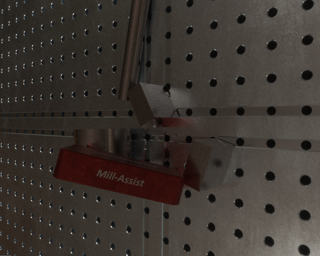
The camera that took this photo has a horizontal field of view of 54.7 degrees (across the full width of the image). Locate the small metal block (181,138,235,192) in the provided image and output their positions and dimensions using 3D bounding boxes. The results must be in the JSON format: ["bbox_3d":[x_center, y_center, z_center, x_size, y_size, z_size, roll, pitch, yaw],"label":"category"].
[{"bbox_3d":[0.054,0.040,0.347,0.025,0.050,0.050,23,104,37],"label":"small metal block"}]

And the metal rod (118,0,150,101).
[{"bbox_3d":[-0.025,-0.186,0.427,0.025,0.025,0.298,15,100,38],"label":"metal rod"}]

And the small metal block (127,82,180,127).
[{"bbox_3d":[-0.008,-0.029,0.398,0.025,0.050,0.050,-36,68,34],"label":"small metal block"}]

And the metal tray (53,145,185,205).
[{"bbox_3d":[-0.044,0.051,0.355,0.131,0.090,0.030,14,88,-6],"label":"metal tray"}]

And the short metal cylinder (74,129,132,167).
[{"bbox_3d":[-0.080,0.027,0.437,0.080,0.081,0.050,-2,89,39],"label":"short metal cylinder"}]
